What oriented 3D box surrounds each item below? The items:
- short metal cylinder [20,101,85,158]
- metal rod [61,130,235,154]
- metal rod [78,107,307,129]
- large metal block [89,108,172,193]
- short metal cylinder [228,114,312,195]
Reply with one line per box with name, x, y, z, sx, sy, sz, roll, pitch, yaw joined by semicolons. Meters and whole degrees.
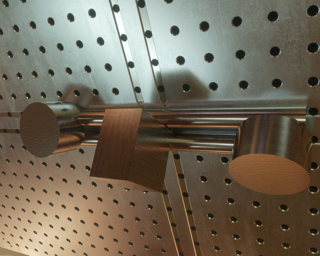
short metal cylinder;-0.160;0.001;0.461;0.080;0.050;0.079;3;97;27
metal rod;-0.039;0.017;0.441;0.300;0.025;0.025;1;119;27
metal rod;0.019;-0.012;0.393;0.300;0.025;0.025;1;119;27
large metal block;-0.030;0.029;0.371;0.050;0.080;0.080;1;161;28
short metal cylinder;0.119;0.030;0.334;0.080;0.050;0.080;15;146;10
